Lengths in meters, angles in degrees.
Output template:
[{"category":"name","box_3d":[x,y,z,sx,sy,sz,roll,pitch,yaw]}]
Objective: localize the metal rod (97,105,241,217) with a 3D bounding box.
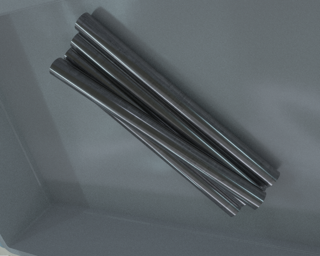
[{"category":"metal rod","box_3d":[-0.012,0.015,0.422,0.300,0.025,0.025,40,129,1]}]

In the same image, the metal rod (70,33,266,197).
[{"category":"metal rod","box_3d":[0.011,-0.017,0.391,0.300,0.025,0.025,40,129,1]}]

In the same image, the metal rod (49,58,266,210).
[{"category":"metal rod","box_3d":[-0.007,0.003,0.380,0.301,0.025,0.025,33,129,6]}]

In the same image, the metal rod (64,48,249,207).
[{"category":"metal rod","box_3d":[-0.002,-0.003,0.407,0.300,0.025,0.025,40,129,1]}]

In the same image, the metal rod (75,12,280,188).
[{"category":"metal rod","box_3d":[0.020,-0.034,0.375,0.300,0.025,0.025,40,129,1]}]
